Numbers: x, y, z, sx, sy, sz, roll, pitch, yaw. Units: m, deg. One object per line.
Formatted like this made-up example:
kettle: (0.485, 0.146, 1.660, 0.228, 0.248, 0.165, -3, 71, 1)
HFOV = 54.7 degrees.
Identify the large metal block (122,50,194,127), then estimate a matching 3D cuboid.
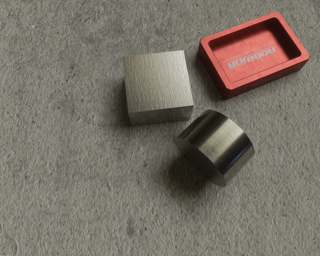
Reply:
large metal block: (-0.004, -0.052, 0.414, 0.081, 0.050, 0.080, -7, 70, -3)

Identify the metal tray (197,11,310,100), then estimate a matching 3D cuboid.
metal tray: (0.131, -0.105, 0.444, 0.131, 0.030, 0.090, -22, 72, -8)

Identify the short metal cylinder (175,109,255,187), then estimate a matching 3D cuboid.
short metal cylinder: (0.064, 0.024, 0.370, 0.080, 0.080, 0.050, 43, 76, 14)
